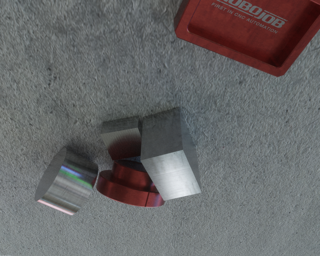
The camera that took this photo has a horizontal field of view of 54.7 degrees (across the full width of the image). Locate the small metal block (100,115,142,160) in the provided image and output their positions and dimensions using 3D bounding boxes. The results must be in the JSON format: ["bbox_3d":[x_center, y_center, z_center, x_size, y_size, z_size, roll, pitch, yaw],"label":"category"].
[{"bbox_3d":[-0.047,0.014,0.419,0.050,0.025,0.050,-10,130,8],"label":"small metal block"}]

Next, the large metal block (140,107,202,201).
[{"bbox_3d":[0.015,0.033,0.399,0.050,0.080,0.080,-15,129,12],"label":"large metal block"}]

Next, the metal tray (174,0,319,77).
[{"bbox_3d":[0.090,-0.113,0.308,0.131,0.030,0.089,17,128,-15],"label":"metal tray"}]

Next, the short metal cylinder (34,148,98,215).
[{"bbox_3d":[-0.130,0.074,0.433,0.050,0.080,0.080,33,123,-25],"label":"short metal cylinder"}]

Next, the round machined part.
[{"bbox_3d":[-0.036,0.073,0.434,0.099,0.098,0.042,14,92,-12],"label":"round machined part"}]
